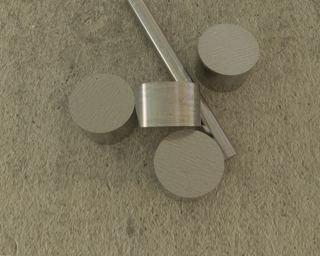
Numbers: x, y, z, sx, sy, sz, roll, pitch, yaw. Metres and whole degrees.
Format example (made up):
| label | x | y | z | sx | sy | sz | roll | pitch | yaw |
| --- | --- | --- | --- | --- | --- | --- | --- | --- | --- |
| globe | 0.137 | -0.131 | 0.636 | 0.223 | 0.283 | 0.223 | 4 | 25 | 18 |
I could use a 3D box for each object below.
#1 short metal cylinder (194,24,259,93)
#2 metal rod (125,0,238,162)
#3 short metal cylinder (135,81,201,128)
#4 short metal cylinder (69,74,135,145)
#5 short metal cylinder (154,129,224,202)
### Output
| label | x | y | z | sx | sy | sz | roll | pitch | yaw |
| --- | --- | --- | --- | --- | --- | --- | --- | --- | --- |
| short metal cylinder | 0.090 | -0.096 | 0.431 | 0.081 | 0.050 | 0.080 | 0 | 70 | 0 |
| metal rod | 0.021 | -0.087 | 0.439 | 0.025 | 0.025 | 0.299 | -26 | 72 | -9 |
| short metal cylinder | 0.010 | -0.026 | 0.382 | 0.081 | 0.080 | 0.050 | -1 | 88 | -1 |
| short metal cylinder | -0.071 | -0.023 | 0.403 | 0.081 | 0.050 | 0.080 | 0 | 70 | 0 |
| short metal cylinder | 0.033 | 0.048 | 0.378 | 0.081 | 0.050 | 0.080 | 0 | 70 | 0 |
